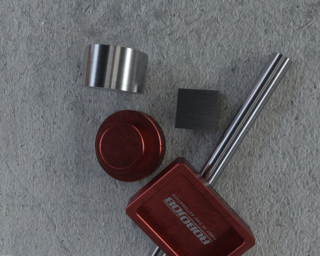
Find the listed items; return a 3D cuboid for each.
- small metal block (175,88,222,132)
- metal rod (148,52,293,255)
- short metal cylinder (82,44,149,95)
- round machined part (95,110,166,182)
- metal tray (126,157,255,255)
[{"bbox_3d":[0.049,-0.023,0.392,0.050,0.025,0.050,6,92,19],"label":"small metal block"},{"bbox_3d":[0.069,0.046,0.384,0.025,0.025,0.299,33,100,17],"label":"metal rod"},{"bbox_3d":[-0.057,-0.073,0.400,0.080,0.080,0.050,8,93,20],"label":"short metal cylinder"},{"bbox_3d":[-0.045,0.024,0.416,0.098,0.042,0.097,0,90,20],"label":"round machined part"},{"bbox_3d":[0.036,0.110,0.368,0.090,0.030,0.130,-42,95,9],"label":"metal tray"}]
